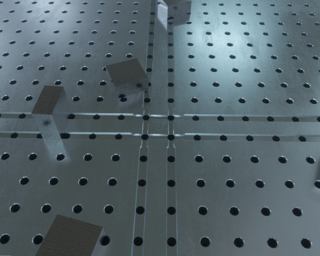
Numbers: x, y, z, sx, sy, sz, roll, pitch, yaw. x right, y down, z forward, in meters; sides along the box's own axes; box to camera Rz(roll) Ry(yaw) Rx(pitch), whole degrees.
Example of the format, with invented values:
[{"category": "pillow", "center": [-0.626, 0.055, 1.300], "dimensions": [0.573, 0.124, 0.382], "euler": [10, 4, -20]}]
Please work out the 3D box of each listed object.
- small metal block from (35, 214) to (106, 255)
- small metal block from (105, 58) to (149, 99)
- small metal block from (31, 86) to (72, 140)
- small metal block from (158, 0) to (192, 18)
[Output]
[{"category": "small metal block", "center": [-0.088, 0.120, 0.307], "dimensions": [0.050, 0.025, 0.050], "euler": [12, 51, 10]}, {"category": "small metal block", "center": [-0.050, -0.076, 0.472], "dimensions": [0.050, 0.025, 0.050], "euler": [-18, 52, -14]}, {"category": "small metal block", "center": [-0.140, -0.020, 0.408], "dimensions": [0.025, 0.050, 0.050], "euler": [4, 50, 3]}, {"category": "small metal block", "center": [0.028, -0.248, 0.616], "dimensions": [0.050, 0.025, 0.050], "euler": [-18, 52, -15]}]
